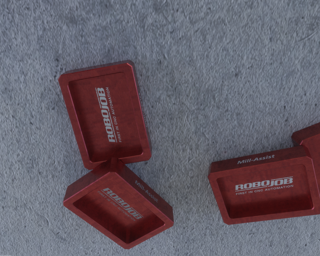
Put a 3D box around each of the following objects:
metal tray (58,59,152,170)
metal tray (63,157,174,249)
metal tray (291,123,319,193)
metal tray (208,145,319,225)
[{"bbox_3d":[-0.066,-0.015,0.400,0.090,0.030,0.129,-10,110,3],"label":"metal tray"},{"bbox_3d":[-0.054,0.108,0.428,0.090,0.030,0.130,-34,119,17],"label":"metal tray"},{"bbox_3d":[0.257,0.026,0.419,0.130,0.030,0.090,-23,109,8],"label":"metal tray"},{"bbox_3d":[0.141,0.081,0.421,0.130,0.030,0.090,-14,111,20],"label":"metal tray"}]
